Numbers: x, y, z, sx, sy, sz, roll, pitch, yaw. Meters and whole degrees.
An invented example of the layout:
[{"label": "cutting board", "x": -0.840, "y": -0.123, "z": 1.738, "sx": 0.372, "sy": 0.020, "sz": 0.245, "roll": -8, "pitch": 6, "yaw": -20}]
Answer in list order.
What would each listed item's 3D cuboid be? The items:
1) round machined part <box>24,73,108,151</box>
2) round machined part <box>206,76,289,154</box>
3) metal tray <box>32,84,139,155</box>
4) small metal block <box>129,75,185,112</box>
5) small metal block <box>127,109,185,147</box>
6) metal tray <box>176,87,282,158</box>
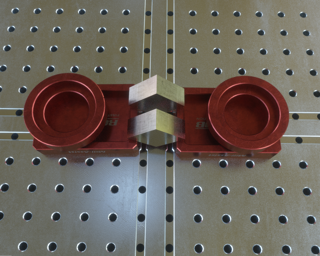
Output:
[{"label": "round machined part", "x": -0.116, "y": -0.017, "z": 0.395, "sx": 0.099, "sy": 0.042, "sz": 0.098, "roll": 0, "pitch": 70, "yaw": 0}, {"label": "round machined part", "x": 0.108, "y": -0.014, "z": 0.395, "sx": 0.099, "sy": 0.042, "sz": 0.098, "roll": 0, "pitch": 70, "yaw": 0}, {"label": "metal tray", "x": -0.095, "y": -0.012, "z": 0.414, "sx": 0.131, "sy": 0.030, "sz": 0.090, "roll": -1, "pitch": 72, "yaw": -1}, {"label": "small metal block", "x": -0.004, "y": -0.040, "z": 0.398, "sx": 0.050, "sy": 0.050, "sz": 0.025, "roll": -18, "pitch": 63, "yaw": 41}, {"label": "small metal block", "x": -0.005, "y": 0.001, "z": 0.382, "sx": 0.050, "sy": 0.050, "sz": 0.025, "roll": -18, "pitch": 63, "yaw": 41}, {"label": "metal tray", "x": 0.087, "y": -0.007, "z": 0.412, "sx": 0.131, "sy": 0.030, "sz": 0.090, "roll": 1, "pitch": 70, "yaw": 0}]
